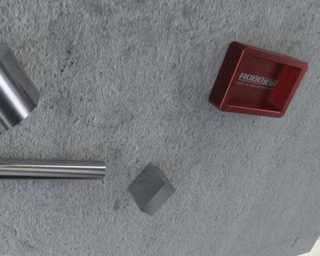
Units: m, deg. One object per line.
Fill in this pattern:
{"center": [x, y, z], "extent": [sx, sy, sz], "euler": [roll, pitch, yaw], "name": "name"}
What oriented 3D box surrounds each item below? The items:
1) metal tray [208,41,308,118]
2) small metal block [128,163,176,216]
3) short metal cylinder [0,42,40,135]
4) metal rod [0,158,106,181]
{"center": [0.142, -0.065, 0.443], "extent": [0.131, 0.030, 0.089], "euler": [4, 116, -31], "name": "metal tray"}
{"center": [-0.012, 0.086, 0.439], "extent": [0.050, 0.050, 0.025], "euler": [-48, 129, 5], "name": "small metal block"}
{"center": [-0.155, -0.032, 0.267], "extent": [0.080, 0.080, 0.050], "euler": [-29, 129, -10], "name": "short metal cylinder"}
{"center": [-0.203, 0.042, 0.322], "extent": [0.302, 0.025, 0.025], "euler": [6, 116, -31], "name": "metal rod"}
